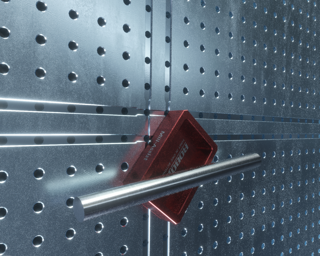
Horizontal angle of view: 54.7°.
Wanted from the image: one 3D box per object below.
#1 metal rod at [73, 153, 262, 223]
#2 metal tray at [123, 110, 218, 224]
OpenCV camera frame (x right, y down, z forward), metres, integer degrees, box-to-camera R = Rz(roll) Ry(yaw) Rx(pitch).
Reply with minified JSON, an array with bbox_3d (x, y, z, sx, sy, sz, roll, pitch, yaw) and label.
[{"bbox_3d":[0.036,0.066,0.399,0.302,0.025,0.025,-7,95,-40],"label":"metal rod"},{"bbox_3d":[0.020,0.051,0.422,0.090,0.030,0.130,47,62,-30],"label":"metal tray"}]
